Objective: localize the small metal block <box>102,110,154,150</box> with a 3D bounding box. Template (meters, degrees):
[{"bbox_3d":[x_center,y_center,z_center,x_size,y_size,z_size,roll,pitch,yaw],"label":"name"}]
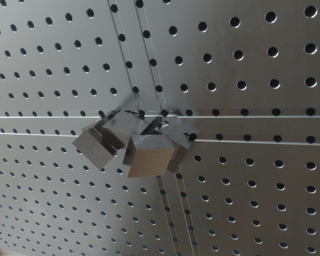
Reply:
[{"bbox_3d":[-0.043,0.004,0.418,0.050,0.050,0.025,17,125,18],"label":"small metal block"}]

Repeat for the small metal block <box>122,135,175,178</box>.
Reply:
[{"bbox_3d":[-0.015,0.035,0.389,0.050,0.025,0.050,0,131,-25],"label":"small metal block"}]

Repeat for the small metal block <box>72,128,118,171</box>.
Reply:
[{"bbox_3d":[-0.086,0.027,0.419,0.025,0.050,0.050,-45,94,1],"label":"small metal block"}]

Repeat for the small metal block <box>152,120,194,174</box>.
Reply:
[{"bbox_3d":[0.011,0.026,0.421,0.050,0.025,0.050,31,128,7],"label":"small metal block"}]

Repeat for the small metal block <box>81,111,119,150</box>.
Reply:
[{"bbox_3d":[-0.080,0.009,0.457,0.050,0.025,0.050,-21,108,35],"label":"small metal block"}]
